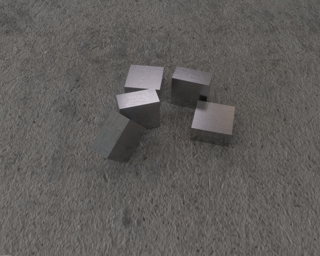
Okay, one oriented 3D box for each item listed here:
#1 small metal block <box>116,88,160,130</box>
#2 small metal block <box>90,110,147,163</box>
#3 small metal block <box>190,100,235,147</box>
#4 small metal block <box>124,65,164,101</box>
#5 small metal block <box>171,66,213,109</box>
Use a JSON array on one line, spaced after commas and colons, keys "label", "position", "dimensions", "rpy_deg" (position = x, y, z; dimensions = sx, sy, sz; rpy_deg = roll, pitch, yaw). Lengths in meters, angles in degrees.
[{"label": "small metal block", "position": [-0.028, -0.021, 0.404], "dimensions": [0.050, 0.050, 0.025], "rpy_deg": [-12, 51, -10]}, {"label": "small metal block", "position": [-0.047, 0.012, 0.364], "dimensions": [0.025, 0.050, 0.050], "rpy_deg": [30, 89, 22]}, {"label": "small metal block", "position": [0.070, -0.006, 0.409], "dimensions": [0.050, 0.025, 0.050], "rpy_deg": [11, 51, 8]}, {"label": "small metal block", "position": [-0.022, -0.067, 0.459], "dimensions": [0.050, 0.025, 0.050], "rpy_deg": [6, 50, 4]}, {"label": "small metal block", "position": [0.044, -0.054, 0.433], "dimensions": [0.050, 0.050, 0.025], "rpy_deg": [14, 52, 11]}]
